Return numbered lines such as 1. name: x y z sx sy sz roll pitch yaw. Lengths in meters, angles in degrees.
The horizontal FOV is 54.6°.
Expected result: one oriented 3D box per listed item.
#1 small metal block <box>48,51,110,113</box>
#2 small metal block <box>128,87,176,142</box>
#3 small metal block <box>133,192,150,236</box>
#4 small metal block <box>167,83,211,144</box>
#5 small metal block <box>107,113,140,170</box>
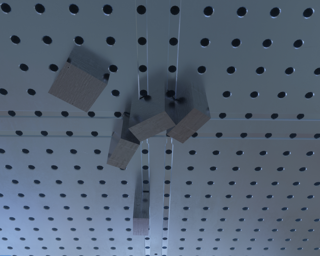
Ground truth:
1. small metal block: -0.095 -0.053 0.365 0.050 0.025 0.050 29 124 -23
2. small metal block: -0.009 -0.017 0.380 0.050 0.050 0.025 -25 125 20
3. small metal block: -0.031 0.143 0.516 0.025 0.050 0.050 2 130 -2
4. small metal block: 0.033 -0.018 0.380 0.025 0.050 0.050 30 124 -23
5. small metal block: -0.047 0.017 0.409 0.025 0.050 0.050 21 127 -17
